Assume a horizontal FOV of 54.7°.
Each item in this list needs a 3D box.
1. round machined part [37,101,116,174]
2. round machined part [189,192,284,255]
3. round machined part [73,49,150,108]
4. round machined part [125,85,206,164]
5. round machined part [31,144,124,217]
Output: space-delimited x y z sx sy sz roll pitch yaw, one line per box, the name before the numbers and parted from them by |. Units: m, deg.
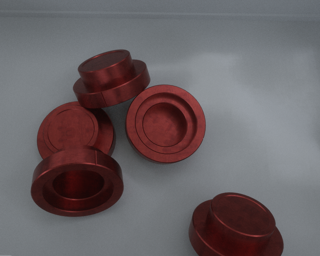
round machined part | -0.108 0.010 0.396 0.099 0.042 0.098 0 70 0
round machined part | 0.083 0.106 0.332 0.098 0.098 0.042 13 114 5
round machined part | -0.065 -0.068 0.397 0.098 0.042 0.098 -12 31 8
round machined part | 0.005 -0.002 0.394 0.099 0.042 0.098 2 78 -10
round machined part | -0.093 0.057 0.355 0.099 0.097 0.042 -11 44 -4
